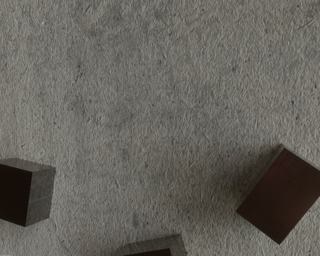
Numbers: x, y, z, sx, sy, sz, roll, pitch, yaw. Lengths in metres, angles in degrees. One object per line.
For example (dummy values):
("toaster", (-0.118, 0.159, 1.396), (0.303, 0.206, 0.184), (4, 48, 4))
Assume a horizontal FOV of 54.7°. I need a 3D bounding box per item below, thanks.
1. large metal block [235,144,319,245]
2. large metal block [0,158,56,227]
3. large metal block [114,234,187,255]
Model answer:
("large metal block", (0.130, 0.065, 0.334), (0.050, 0.080, 0.080), (37, 102, 16))
("large metal block", (-0.212, 0.094, 0.471), (0.080, 0.050, 0.079), (10, 93, 19))
("large metal block", (-0.006, 0.191, 0.398), (0.080, 0.050, 0.080), (-17, 84, 19))
